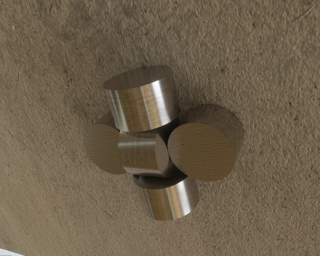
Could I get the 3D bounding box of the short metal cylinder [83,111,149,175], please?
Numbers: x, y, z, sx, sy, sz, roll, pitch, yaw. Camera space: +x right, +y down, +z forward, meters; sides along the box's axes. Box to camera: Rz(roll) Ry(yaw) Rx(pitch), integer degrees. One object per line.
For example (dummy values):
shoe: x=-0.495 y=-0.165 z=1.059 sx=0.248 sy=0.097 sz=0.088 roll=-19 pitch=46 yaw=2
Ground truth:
short metal cylinder: x=-0.059 y=0.018 z=0.435 sx=0.080 sy=0.050 sz=0.079 roll=13 pitch=123 yaw=20

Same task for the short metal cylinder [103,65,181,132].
short metal cylinder: x=-0.020 y=-0.036 z=0.362 sx=0.080 sy=0.080 sz=0.050 roll=0 pitch=118 yaw=28

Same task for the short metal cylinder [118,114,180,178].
short metal cylinder: x=-0.008 y=0.021 z=0.391 sx=0.050 sy=0.080 sz=0.080 roll=1 pitch=119 yaw=28

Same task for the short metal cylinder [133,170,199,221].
short metal cylinder: x=0.009 y=0.077 z=0.417 sx=0.080 sy=0.080 sz=0.050 roll=0 pitch=118 yaw=28

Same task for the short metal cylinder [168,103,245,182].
short metal cylinder: x=0.056 y=0.017 z=0.373 sx=0.080 sy=0.050 sz=0.079 roll=13 pitch=124 yaw=21
